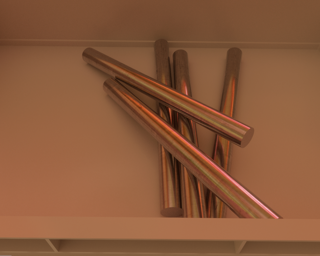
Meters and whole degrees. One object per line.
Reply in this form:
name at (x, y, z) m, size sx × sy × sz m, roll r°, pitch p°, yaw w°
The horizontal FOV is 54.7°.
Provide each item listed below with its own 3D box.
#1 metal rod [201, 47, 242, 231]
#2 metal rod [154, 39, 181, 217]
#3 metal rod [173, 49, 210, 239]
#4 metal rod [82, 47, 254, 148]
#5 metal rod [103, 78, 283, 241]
metal rod at (0.089, -0.010, 0.414) m, size 0.025 × 0.025 × 0.300 m, roll 10°, pitch 51°, yaw 8°
metal rod at (0.007, -0.025, 0.426) m, size 0.025 × 0.025 × 0.300 m, roll -1°, pitch 50°, yaw -2°
metal rod at (0.034, -0.008, 0.401) m, size 0.025 × 0.025 × 0.300 m, roll 0°, pitch 47°, yaw -1°
metal rod at (-0.011, -0.054, 0.419) m, size 0.025 × 0.025 × 0.300 m, roll -38°, pitch 50°, yaw -27°
metal rod at (0.010, 0.010, 0.357) m, size 0.025 × 0.025 × 0.300 m, roll -28°, pitch 44°, yaw -22°
